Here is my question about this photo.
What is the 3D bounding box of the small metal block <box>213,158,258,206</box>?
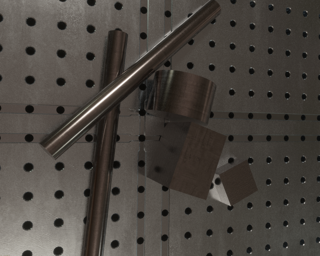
[{"bbox_3d":[0.109,0.078,0.455,0.050,0.025,0.050,-24,98,-19],"label":"small metal block"}]

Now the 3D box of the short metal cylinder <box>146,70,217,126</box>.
[{"bbox_3d":[0.027,-0.037,0.394,0.081,0.080,0.050,15,85,-20],"label":"short metal cylinder"}]

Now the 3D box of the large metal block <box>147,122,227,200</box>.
[{"bbox_3d":[0.031,0.038,0.396,0.050,0.080,0.080,22,83,-19],"label":"large metal block"}]

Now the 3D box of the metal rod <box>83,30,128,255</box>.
[{"bbox_3d":[-0.069,0.028,0.387,0.025,0.025,0.298,7,88,-20],"label":"metal rod"}]

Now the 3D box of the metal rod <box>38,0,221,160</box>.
[{"bbox_3d":[-0.021,-0.073,0.384,0.301,0.025,0.025,-45,105,-23],"label":"metal rod"}]
